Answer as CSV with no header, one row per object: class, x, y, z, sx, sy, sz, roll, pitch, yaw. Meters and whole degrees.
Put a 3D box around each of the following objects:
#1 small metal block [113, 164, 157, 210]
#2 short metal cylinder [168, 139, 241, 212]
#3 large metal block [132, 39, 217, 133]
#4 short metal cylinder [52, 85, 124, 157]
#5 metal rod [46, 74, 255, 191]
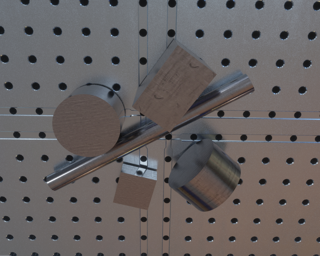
small metal block,-0.035,0.084,0.440,0.050,0.025,0.050,14,109,-6
short metal cylinder,0.057,0.060,0.403,0.050,0.080,0.080,42,105,-14
large metal block,0.014,-0.053,0.361,0.050,0.080,0.080,35,106,-12
short metal cylinder,-0.087,-0.010,0.391,0.081,0.050,0.079,0,110,0
metal rod,-0.019,0.010,0.413,0.301,0.025,0.025,-27,108,9
